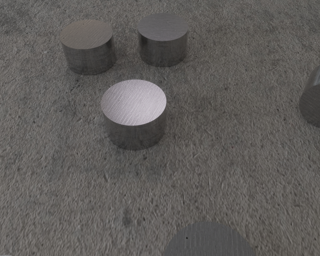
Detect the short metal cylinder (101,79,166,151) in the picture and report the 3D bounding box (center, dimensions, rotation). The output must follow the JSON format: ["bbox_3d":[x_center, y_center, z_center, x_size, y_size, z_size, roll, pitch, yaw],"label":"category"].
[{"bbox_3d":[-0.032,-0.017,0.401,0.080,0.050,0.080,0,50,0],"label":"short metal cylinder"}]

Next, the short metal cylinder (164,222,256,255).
[{"bbox_3d":[0.042,0.132,0.276,0.080,0.050,0.080,0,50,0],"label":"short metal cylinder"}]

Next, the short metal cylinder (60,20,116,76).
[{"bbox_3d":[-0.113,-0.129,0.495,0.080,0.050,0.080,0,50,0],"label":"short metal cylinder"}]

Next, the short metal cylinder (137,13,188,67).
[{"bbox_3d":[0.005,-0.145,0.509,0.080,0.050,0.080,0,50,0],"label":"short metal cylinder"}]

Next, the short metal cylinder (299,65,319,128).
[{"bbox_3d":[0.230,-0.041,0.404,0.080,0.080,0.050,24,54,18],"label":"short metal cylinder"}]
